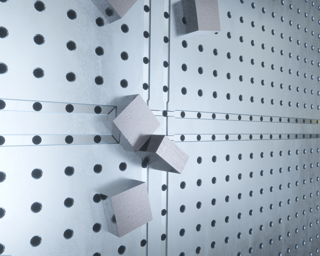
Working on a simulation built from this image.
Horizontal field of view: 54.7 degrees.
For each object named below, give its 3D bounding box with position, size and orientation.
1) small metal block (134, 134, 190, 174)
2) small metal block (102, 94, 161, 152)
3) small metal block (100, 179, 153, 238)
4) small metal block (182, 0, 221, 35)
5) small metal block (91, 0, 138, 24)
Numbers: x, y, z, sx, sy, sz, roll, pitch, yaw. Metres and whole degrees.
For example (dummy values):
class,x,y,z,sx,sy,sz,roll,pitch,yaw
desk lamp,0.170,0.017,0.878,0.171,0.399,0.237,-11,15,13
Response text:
class,x,y,z,sx,sy,sz,roll,pitch,yaw
small metal block,0.000,0.033,0.395,0.050,0.050,0.025,43,64,-32
small metal block,-0.034,-0.006,0.382,0.050,0.025,0.050,-50,120,-28
small metal block,-0.040,0.096,0.378,0.050,0.025,0.050,-17,101,-39
small metal block,0.063,-0.168,0.464,0.050,0.025,0.050,-13,99,-39
small metal block,-0.055,-0.162,0.365,0.050,0.025,0.050,48,62,-30
